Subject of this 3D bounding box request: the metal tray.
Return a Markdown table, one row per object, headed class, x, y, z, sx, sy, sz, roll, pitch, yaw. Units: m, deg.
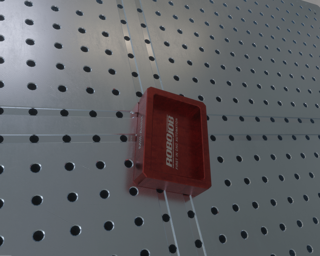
| class | x | y | z | sx | sy | sz | roll | pitch | yaw |
| --- | --- | --- | --- | --- | --- | --- | --- | --- | --- |
| metal tray | 0.017 | 0.016 | 0.403 | 0.091 | 0.030 | 0.130 | 15 | 56 | -20 |
